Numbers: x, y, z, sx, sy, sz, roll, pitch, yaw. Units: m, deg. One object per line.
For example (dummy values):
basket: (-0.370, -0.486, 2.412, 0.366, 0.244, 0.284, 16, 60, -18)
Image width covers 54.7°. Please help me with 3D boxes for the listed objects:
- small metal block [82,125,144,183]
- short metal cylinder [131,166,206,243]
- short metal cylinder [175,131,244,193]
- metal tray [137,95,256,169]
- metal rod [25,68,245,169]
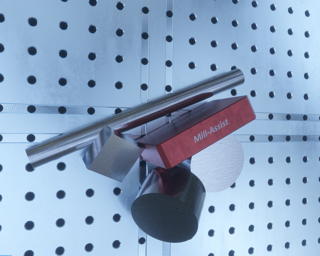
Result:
small metal block: (-0.056, 0.032, 0.375, 0.050, 0.025, 0.050, 31, 96, -37)
short metal cylinder: (0.012, 0.092, 0.377, 0.080, 0.080, 0.050, 49, 34, -14)
short metal cylinder: (0.064, 0.040, 0.414, 0.081, 0.050, 0.079, -4, 100, -24)
metal tray: (0.042, 0.002, 0.390, 0.131, 0.090, 0.030, -28, 100, -18)
metal rod: (-0.017, -0.020, 0.402, 0.302, 0.025, 0.025, -23, 98, -19)
